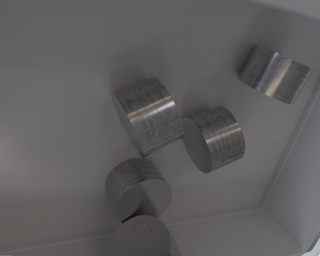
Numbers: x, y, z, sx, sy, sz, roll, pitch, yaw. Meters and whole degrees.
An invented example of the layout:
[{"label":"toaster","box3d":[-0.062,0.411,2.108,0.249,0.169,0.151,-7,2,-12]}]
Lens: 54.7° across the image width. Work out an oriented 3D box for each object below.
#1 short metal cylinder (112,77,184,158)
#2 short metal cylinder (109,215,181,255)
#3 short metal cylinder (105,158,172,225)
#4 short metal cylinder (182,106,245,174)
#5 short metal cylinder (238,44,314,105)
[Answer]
[{"label":"short metal cylinder","box3d":[-0.015,-0.013,0.357,0.050,0.080,0.080,-26,128,-12]},{"label":"short metal cylinder","box3d":[-0.019,0.161,0.399,0.080,0.080,0.050,-31,134,-9]},{"label":"short metal cylinder","box3d":[-0.030,0.089,0.431,0.081,0.050,0.079,-14,124,-21]},{"label":"short metal cylinder","box3d":[0.070,0.015,0.420,0.050,0.080,0.080,-21,127,-16]},{"label":"short metal cylinder","box3d":[0.152,-0.071,0.412,0.081,0.080,0.050,12,112,-33]}]
